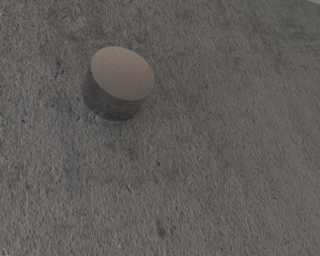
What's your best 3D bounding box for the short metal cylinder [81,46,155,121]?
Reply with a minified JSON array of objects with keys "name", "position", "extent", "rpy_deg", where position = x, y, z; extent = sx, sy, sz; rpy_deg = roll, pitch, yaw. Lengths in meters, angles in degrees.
[{"name":"short metal cylinder","position":[-0.054,-0.055,0.392],"extent":[0.081,0.050,0.080],"rpy_deg":[13,56,-21]}]
